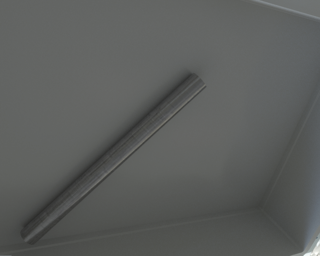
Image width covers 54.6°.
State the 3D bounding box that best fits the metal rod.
[{"bbox_3d":[-0.060,0.040,0.399,0.300,0.025,0.025,-42,129,1],"label":"metal rod"}]
